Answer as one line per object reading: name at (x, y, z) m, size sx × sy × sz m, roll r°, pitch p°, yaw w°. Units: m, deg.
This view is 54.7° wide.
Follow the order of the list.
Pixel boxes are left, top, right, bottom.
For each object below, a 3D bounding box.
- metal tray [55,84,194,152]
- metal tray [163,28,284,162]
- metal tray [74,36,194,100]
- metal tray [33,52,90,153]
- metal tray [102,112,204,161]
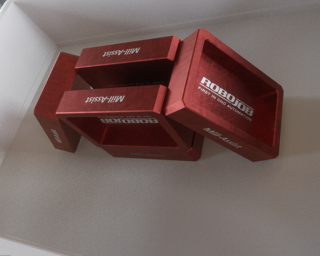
metal tray at (-0.038, -0.008, 0.348) m, size 0.130 × 0.090 × 0.030 m, roll 0°, pitch 62°, yaw 28°
metal tray at (0.072, -0.030, 0.318) m, size 0.030 × 0.131 × 0.090 m, roll -22°, pitch 47°, yaw 53°
metal tray at (-0.024, -0.061, 0.373) m, size 0.130 × 0.090 × 0.030 m, roll 0°, pitch 62°, yaw 28°
metal tray at (-0.125, -0.029, 0.422) m, size 0.030 × 0.129 × 0.090 m, roll 15°, pitch 66°, yaw -1°
metal tray at (-0.006, -0.006, 0.408) m, size 0.130 × 0.030 × 0.090 m, roll 0°, pitch 62°, yaw 27°
